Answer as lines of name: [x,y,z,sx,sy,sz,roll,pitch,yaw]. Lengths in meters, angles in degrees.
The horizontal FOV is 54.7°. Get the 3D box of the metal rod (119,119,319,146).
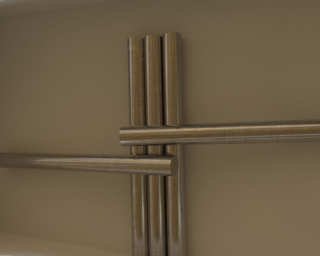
metal rod: [0.100,0.005,0.355,0.301,0.025,0.025,-2,89,13]

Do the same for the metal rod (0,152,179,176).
metal rod: [-0.119,0.048,0.432,0.301,0.025,0.025,-1,90,25]

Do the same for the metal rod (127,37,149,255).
metal rod: [-0.028,0.030,0.418,0.025,0.025,0.298,-2,89,19]

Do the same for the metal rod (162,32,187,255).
metal rod: [0.019,0.028,0.402,0.025,0.025,0.298,-2,89,19]

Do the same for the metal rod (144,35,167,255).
metal rod: [-0.005,0.029,0.410,0.025,0.025,0.298,-2,89,19]
